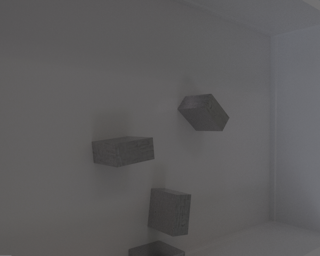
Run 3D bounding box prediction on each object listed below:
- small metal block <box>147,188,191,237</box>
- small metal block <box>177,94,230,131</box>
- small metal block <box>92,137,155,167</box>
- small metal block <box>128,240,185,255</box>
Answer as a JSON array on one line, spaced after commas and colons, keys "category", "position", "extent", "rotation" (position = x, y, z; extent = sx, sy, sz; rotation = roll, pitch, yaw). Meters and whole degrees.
[{"category": "small metal block", "position": [0.012, 0.107, 0.400], "extent": [0.025, 0.050, 0.050], "rotation": [9, 84, -40]}, {"category": "small metal block", "position": [0.062, -0.021, 0.442], "extent": [0.050, 0.050, 0.025], "rotation": [47, 62, -30]}, {"category": "small metal block", "position": [-0.042, 0.026, 0.355], "extent": [0.050, 0.050, 0.025], "rotation": [-8, 96, -40]}, {"category": "small metal block", "position": [-0.004, 0.166, 0.387], "extent": [0.050, 0.050, 0.025], "rotation": [1, 90, -40]}]
